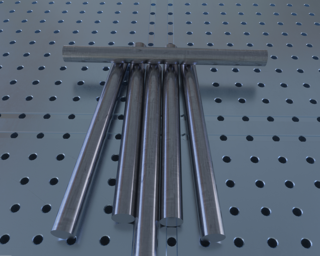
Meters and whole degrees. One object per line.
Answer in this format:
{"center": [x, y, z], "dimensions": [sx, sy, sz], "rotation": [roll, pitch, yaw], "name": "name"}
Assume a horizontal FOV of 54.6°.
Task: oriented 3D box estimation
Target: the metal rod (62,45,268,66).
{"center": [0.007, -0.109, 0.467], "dimensions": [0.302, 0.025, 0.025], "rotation": [1, 50, 1], "name": "metal rod"}

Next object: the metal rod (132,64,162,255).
{"center": [-0.012, 0.024, 0.388], "dimensions": [0.025, 0.025, 0.300], "rotation": [1, 50, 1], "name": "metal rod"}

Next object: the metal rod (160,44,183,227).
{"center": [0.015, -0.016, 0.423], "dimensions": [0.025, 0.025, 0.300], "rotation": [1, 50, 1], "name": "metal rod"}

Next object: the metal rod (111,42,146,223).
{"center": [-0.037, -0.019, 0.424], "dimensions": [0.025, 0.025, 0.300], "rotation": [1, 50, 1], "name": "metal rod"}

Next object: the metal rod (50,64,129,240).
{"center": [-0.079, -0.005, 0.410], "dimensions": [0.025, 0.025, 0.300], "rotation": [6, 50, 5], "name": "metal rod"}

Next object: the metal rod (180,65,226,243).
{"center": [0.048, -0.003, 0.411], "dimensions": [0.025, 0.025, 0.300], "rotation": [-2, 50, -1], "name": "metal rod"}
